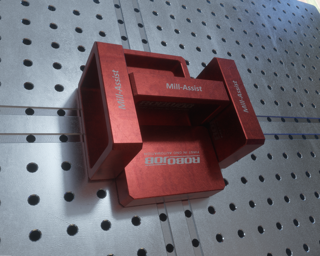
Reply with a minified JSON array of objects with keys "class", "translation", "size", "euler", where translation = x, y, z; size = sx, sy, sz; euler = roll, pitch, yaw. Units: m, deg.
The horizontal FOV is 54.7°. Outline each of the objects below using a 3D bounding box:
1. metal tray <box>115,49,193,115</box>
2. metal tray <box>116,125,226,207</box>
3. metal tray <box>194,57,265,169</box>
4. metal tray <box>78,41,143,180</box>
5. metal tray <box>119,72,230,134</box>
[{"class":"metal tray","translation":[-0.017,-0.064,0.436],"size":[0.131,0.030,0.090],"euler":[1,62,-28]},{"class":"metal tray","translation":[0.010,0.043,0.384],"size":[0.131,0.030,0.090],"euler":[1,62,-28]},{"class":"metal tray","translation":[0.082,-0.019,0.423],"size":[0.030,0.090,0.130],"euler":[1,61,-28]},{"class":"metal tray","translation":[-0.061,-0.018,0.345],"size":[0.030,0.090,0.130],"euler":[1,61,-28]},{"class":"metal tray","translation":[0.009,-0.025,0.386],"size":[0.131,0.090,0.030],"euler":[1,62,-28]}]
